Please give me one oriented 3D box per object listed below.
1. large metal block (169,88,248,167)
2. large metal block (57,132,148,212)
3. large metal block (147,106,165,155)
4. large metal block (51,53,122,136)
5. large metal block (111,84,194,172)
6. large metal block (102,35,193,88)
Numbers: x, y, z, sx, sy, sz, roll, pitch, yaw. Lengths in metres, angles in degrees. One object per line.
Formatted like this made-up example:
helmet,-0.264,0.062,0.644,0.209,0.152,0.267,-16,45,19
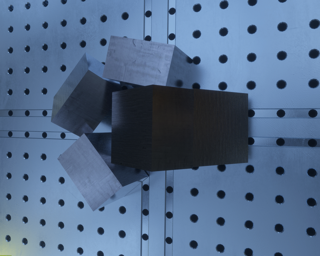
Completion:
large metal block,0.054,0.000,0.356,0.050,0.081,0.080,-1,89,57
large metal block,-0.072,0.053,0.408,0.050,0.080,0.080,-41,78,15
large metal block,-0.009,-0.002,0.403,0.080,0.050,0.080,1,90,20
large metal block,-0.098,-0.044,0.412,0.050,0.080,0.080,32,105,-28
large metal block,-0.010,0.000,0.329,0.080,0.050,0.080,0,89,54
large metal block,-0.012,-0.075,0.388,0.080,0.080,0.050,14,95,20
